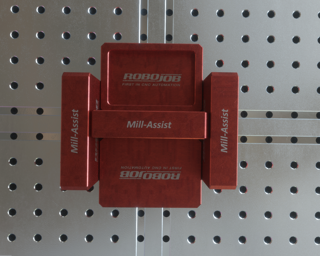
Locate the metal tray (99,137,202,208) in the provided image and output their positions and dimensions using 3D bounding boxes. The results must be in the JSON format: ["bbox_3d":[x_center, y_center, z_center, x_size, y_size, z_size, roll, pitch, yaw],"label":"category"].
[{"bbox_3d":[-0.012,0.057,0.409,0.131,0.030,0.089,1,90,-1],"label":"metal tray"}]

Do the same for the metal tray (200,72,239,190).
[{"bbox_3d":[0.070,0.003,0.381,0.030,0.090,0.129,1,90,0],"label":"metal tray"}]

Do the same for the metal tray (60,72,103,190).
[{"bbox_3d":[-0.092,0.003,0.379,0.030,0.090,0.129,1,90,0],"label":"metal tray"}]

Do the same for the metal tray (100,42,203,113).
[{"bbox_3d":[-0.011,-0.064,0.410,0.131,0.030,0.089,1,90,-1],"label":"metal tray"}]

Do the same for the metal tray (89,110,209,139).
[{"bbox_3d":[-0.012,-0.004,0.379,0.131,0.090,0.030,1,90,-1],"label":"metal tray"}]
